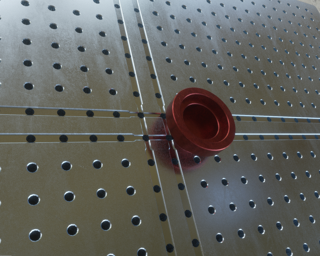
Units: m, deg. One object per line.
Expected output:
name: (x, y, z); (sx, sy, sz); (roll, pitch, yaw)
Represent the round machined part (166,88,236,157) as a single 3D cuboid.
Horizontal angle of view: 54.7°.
round machined part: (0.052, -0.005, 0.430); (0.099, 0.042, 0.098); (14, 56, -21)
